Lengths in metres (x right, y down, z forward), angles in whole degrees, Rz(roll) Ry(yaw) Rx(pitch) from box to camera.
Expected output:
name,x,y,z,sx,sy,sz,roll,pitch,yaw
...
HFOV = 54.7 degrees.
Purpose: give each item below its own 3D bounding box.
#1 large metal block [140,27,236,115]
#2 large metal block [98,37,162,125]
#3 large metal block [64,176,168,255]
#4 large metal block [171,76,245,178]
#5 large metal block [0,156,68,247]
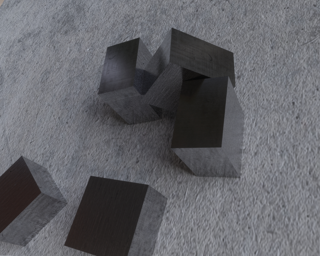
name,x,y,z,sx,sy,sz,roll,pitch,yaw
large metal block,0.031,-0.060,0.368,0.080,0.081,0.050,135,146,-53
large metal block,-0.035,-0.061,0.424,0.050,0.080,0.080,-10,58,23
large metal block,-0.047,0.105,0.348,0.080,0.050,0.080,3,63,29
large metal block,0.057,0.002,0.338,0.050,0.080,0.080,-3,61,27
large metal block,-0.188,0.099,0.426,0.080,0.050,0.080,-45,51,-4
